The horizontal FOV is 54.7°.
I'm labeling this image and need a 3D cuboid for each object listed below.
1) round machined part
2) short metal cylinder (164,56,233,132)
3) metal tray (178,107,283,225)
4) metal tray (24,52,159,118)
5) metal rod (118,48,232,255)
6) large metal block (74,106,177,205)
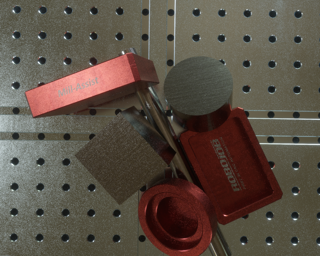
[{"bbox_3d":[0.025,0.108,0.387,0.098,0.042,0.097,8,107,27],"label":"round machined part"},{"bbox_3d":[0.049,-0.041,0.383,0.080,0.050,0.080,-4,66,10],"label":"short metal cylinder"},{"bbox_3d":[0.091,0.048,0.408,0.090,0.030,0.129,-25,90,0],"label":"metal tray"},{"bbox_3d":[-0.074,-0.047,0.362,0.130,0.090,0.030,-17,92,14],"label":"metal tray"},{"bbox_3d":[0.020,0.035,0.409,0.025,0.025,0.299,-25,90,0],"label":"metal rod"},{"bbox_3d":[-0.040,0.032,0.379,0.080,0.050,0.080,-42,91,18],"label":"large metal block"}]
